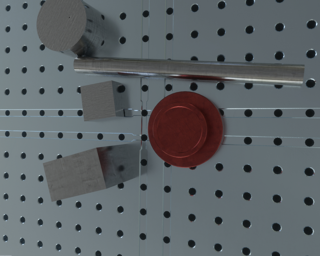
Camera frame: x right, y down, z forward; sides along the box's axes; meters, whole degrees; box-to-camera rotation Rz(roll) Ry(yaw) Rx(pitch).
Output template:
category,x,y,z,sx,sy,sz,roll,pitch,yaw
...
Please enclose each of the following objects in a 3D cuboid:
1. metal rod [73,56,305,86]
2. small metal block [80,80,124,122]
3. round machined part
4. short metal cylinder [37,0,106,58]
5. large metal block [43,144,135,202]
category,x,y,z,sx,sy,sz,roll,pitch,yaw
metal rod,0.022,-0.076,0.403,0.301,0.025,0.025,7,92,19
small metal block,-0.082,-0.037,0.440,0.050,0.025,0.050,-8,87,19
round machined part,0.030,0.002,0.392,0.098,0.042,0.097,0,90,19
short metal cylinder,-0.126,-0.144,0.442,0.080,0.050,0.079,0,90,19
large metal block,-0.092,0.058,0.414,0.080,0.080,0.050,-16,85,19
